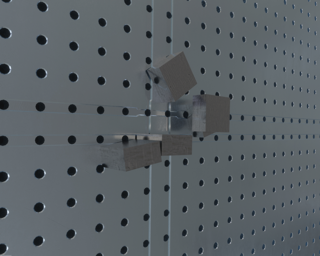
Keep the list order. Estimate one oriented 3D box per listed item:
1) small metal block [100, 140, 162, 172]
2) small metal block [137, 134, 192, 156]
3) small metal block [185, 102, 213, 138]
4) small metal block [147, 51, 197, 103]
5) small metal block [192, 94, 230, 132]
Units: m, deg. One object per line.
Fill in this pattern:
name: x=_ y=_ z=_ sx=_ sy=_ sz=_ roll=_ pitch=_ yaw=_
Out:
small metal block: x=-0.034 y=0.030 z=0.363 sx=0.050 sy=0.050 sz=0.025 roll=-10 pitch=97 yaw=-39
small metal block: x=0.005 y=0.021 z=0.396 sx=0.050 sy=0.050 sz=0.025 roll=2 pitch=89 yaw=-40
small metal block: x=0.068 y=-0.017 z=0.465 sx=0.050 sy=0.025 sz=0.050 roll=-20 pitch=103 yaw=-38
small metal block: x=0.018 y=-0.069 z=0.423 sx=0.050 sy=0.025 sz=0.050 roll=-41 pitch=115 yaw=-32
small metal block: x=0.072 y=-0.019 z=0.436 sx=0.050 sy=0.025 sz=0.050 roll=3 pitch=89 yaw=-40
